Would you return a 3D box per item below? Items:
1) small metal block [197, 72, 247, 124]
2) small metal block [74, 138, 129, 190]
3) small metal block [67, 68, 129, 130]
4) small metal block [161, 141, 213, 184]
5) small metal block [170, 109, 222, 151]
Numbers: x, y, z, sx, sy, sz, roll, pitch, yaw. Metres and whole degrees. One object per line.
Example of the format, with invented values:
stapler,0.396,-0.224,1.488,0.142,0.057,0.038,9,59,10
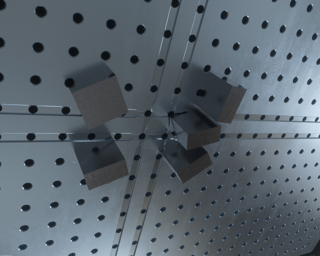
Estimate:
small metal block,0.081,-0.041,0.413,0.025,0.050,0.050,7,115,-32
small metal block,-0.072,0.043,0.381,0.050,0.050,0.025,-20,126,-17
small metal block,-0.069,-0.033,0.352,0.050,0.025,0.050,-25,128,-13
small metal block,0.038,0.043,0.441,0.050,0.050,0.025,-33,129,-7
small metal block,0.047,0.001,0.420,0.050,0.050,0.025,-14,124,-21
